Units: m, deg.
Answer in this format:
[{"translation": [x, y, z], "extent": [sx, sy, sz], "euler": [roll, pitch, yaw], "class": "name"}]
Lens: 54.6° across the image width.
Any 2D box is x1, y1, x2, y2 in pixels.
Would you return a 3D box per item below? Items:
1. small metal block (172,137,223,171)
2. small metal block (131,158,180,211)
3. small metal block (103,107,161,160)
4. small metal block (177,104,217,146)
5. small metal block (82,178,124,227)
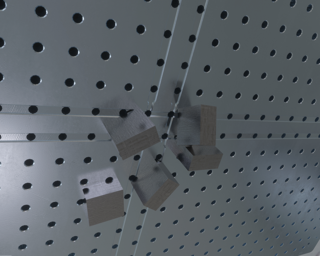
[{"translation": [0.053, 0.035, 0.445], "extent": [0.050, 0.050, 0.025], "euler": [0, 119, -28], "class": "small metal block"}, {"translation": [-0.008, 0.079, 0.439], "extent": [0.050, 0.050, 0.025], "euler": [-49, 129, 6], "class": "small metal block"}, {"translation": [-0.035, 0.006, 0.379], "extent": [0.050, 0.050, 0.025], "euler": [-26, 128, -12], "class": "small metal block"}, {"translation": [0.047, -0.002, 0.407], "extent": [0.025, 0.050, 0.050], "euler": [6, 84, -31], "class": "small metal block"}, {"translation": [-0.078, 0.103, 0.432], "extent": [0.050, 0.025, 0.050], "euler": [-12, 124, -22], "class": "small metal block"}]
